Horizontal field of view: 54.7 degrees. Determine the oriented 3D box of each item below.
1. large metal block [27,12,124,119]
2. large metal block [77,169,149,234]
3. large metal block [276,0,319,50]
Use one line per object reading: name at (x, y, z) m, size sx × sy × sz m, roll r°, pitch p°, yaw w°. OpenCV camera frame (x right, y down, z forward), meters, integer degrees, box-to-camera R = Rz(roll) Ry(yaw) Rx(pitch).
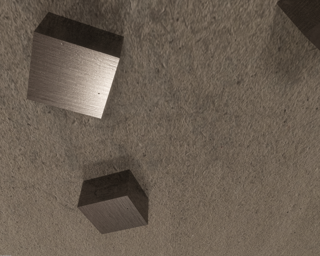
large metal block at (-0.091, -0.065, 0.334) m, size 0.081 × 0.050 × 0.079 m, roll 15°, pitch 128°, yaw -13°
large metal block at (-0.071, 0.119, 0.491) m, size 0.080 × 0.050 × 0.080 m, roll -16°, pitch 129°, yaw 12°
large metal block at (0.164, -0.114, 0.276) m, size 0.050 × 0.080 × 0.080 m, roll 31°, pitch 123°, yaw -24°
